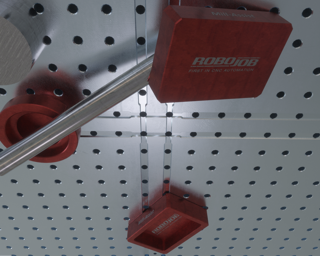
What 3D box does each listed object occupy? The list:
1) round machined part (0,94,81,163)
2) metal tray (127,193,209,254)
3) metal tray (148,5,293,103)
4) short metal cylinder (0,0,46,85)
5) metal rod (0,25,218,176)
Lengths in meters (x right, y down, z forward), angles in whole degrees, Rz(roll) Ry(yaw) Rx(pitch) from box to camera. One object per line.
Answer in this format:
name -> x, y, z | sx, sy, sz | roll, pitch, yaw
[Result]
round machined part -> -0.151, -0.004, 0.396 | 0.099, 0.042, 0.097 | 0, 130, 0
metal tray -> 0.012, 0.176, 0.558 | 0.090, 0.030, 0.129 | 29, 124, -23
metal tray -> 0.060, -0.073, 0.319 | 0.131, 0.030, 0.089 | -5, 133, -22
short metal cylinder -> -0.164, -0.091, 0.316 | 0.081, 0.050, 0.079 | 0, 130, 0
metal rod -> -0.064, -0.031, 0.344 | 0.300, 0.025, 0.025 | -31, 125, 8
